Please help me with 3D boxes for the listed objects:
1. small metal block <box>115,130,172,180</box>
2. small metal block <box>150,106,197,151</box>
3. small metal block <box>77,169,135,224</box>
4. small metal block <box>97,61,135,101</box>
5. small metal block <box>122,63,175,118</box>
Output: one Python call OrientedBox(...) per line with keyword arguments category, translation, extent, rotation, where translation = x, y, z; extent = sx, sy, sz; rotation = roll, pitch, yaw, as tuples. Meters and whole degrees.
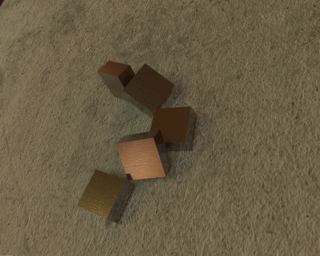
OrientedBox(category="small metal block", translation=(-0.019, 0.033, 0.375), extent=(0.050, 0.050, 0.025), rotation=(-10, 18, 23))
OrientedBox(category="small metal block", translation=(0.017, 0.002, 0.394), extent=(0.050, 0.025, 0.050), rotation=(-3, 61, 26))
OrientedBox(category="small metal block", translation=(-0.067, 0.085, 0.387), extent=(0.050, 0.025, 0.050), rotation=(12, 68, 33))
OrientedBox(category="small metal block", translation=(-0.057, -0.068, 0.453), extent=(0.050, 0.050, 0.025), rotation=(21, 62, 43))
OrientedBox(category="small metal block", translation=(-0.017, -0.051, 0.425), extent=(0.050, 0.025, 0.050), rotation=(37, 74, -1))
